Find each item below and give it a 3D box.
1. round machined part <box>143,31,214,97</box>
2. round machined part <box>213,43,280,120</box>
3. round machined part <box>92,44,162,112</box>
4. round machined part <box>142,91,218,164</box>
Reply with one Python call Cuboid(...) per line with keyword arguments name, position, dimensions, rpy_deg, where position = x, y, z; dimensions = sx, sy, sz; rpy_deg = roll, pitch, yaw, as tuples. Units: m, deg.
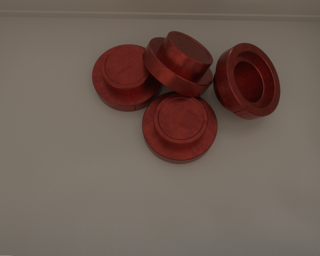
Cuboid(name="round machined part", position=(0.030, -0.090, 0.406), dimensions=(0.099, 0.042, 0.098), rpy_deg=(23, 37, -18))
Cuboid(name="round machined part", position=(0.109, -0.058, 0.408), dimensions=(0.099, 0.042, 0.098), rpy_deg=(9, 73, -32))
Cuboid(name="round machined part", position=(-0.045, -0.075, 0.428), dimensions=(0.099, 0.042, 0.098), rpy_deg=(0, 70, -1))
Cuboid(name="round machined part", position=(0.026, -0.005, 0.403), dimensions=(0.099, 0.042, 0.098), rpy_deg=(0, 70, -1))
